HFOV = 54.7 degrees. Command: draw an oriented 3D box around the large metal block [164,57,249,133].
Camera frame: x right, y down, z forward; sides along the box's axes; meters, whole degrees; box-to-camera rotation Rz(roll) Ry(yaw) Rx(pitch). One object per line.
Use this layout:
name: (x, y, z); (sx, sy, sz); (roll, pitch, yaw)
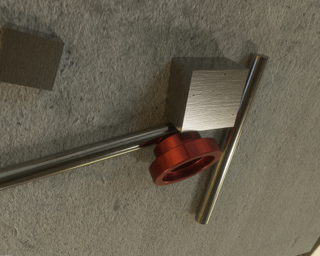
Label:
large metal block: (0.057, -0.044, 0.396); (0.081, 0.050, 0.079); (-6, 121, -26)

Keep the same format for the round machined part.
round machined part: (0.030, 0.037, 0.419); (0.099, 0.042, 0.098); (-21, 157, -9)

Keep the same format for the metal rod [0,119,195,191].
metal rod: (-0.089, 0.033, 0.379); (0.302, 0.025, 0.025); (-16, 125, -20)

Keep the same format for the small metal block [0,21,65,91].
small metal block: (-0.125, -0.067, 0.297); (0.050, 0.025, 0.050); (9, 114, -33)

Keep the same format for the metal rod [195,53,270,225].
metal rod: (0.106, 0.032, 0.486); (0.025, 0.025, 0.298); (-1, 119, -28)
